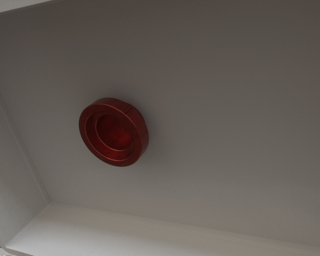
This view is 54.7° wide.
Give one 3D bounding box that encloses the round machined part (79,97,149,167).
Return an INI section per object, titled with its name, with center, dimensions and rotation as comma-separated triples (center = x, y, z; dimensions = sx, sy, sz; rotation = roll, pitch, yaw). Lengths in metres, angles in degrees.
[round machined part]
center = -0.059, 0.002, 0.428
dimensions = 0.098, 0.042, 0.097
rotation = 13, 124, 20
